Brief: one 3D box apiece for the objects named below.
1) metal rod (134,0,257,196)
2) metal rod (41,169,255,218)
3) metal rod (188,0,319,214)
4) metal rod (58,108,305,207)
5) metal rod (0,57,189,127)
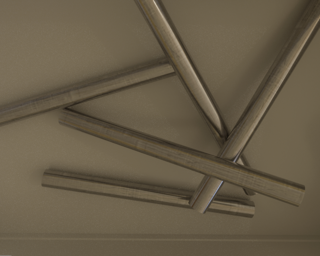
[{"bbox_3d":[0.058,-0.026,0.382,0.025,0.025,0.299,-29,115,10],"label":"metal rod"},{"bbox_3d":[-0.014,0.095,0.446,0.302,0.025,0.025,10,110,-4],"label":"metal rod"},{"bbox_3d":[0.121,-0.028,0.374,0.025,0.025,0.299,29,97,-10],"label":"metal rod"},{"bbox_3d":[0.014,0.029,0.372,0.301,0.025,0.025,18,110,13],"label":"metal rod"},{"bbox_3d":[-0.110,-0.042,0.394,0.301,0.025,0.025,-16,110,5],"label":"metal rod"}]
